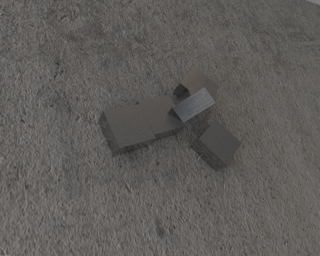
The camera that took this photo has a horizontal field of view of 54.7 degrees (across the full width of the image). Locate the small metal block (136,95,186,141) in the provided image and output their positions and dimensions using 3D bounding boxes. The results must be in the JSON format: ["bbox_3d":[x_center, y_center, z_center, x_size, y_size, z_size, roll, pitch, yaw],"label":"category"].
[{"bbox_3d":[-0.003,-0.013,0.410,0.050,0.025,0.050,-15,69,-34],"label":"small metal block"}]

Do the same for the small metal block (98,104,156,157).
[{"bbox_3d":[-0.041,0.002,0.380,0.050,0.025,0.050,-14,69,-34],"label":"small metal block"}]

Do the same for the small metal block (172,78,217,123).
[{"bbox_3d":[0.048,-0.038,0.419,0.025,0.050,0.050,53,22,-11],"label":"small metal block"}]

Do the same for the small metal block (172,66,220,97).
[{"bbox_3d":[0.055,-0.058,0.469,0.050,0.025,0.050,39,51,-2],"label":"small metal block"}]

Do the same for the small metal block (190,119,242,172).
[{"bbox_3d":[0.078,0.024,0.431,0.050,0.025,0.050,44,51,2],"label":"small metal block"}]
